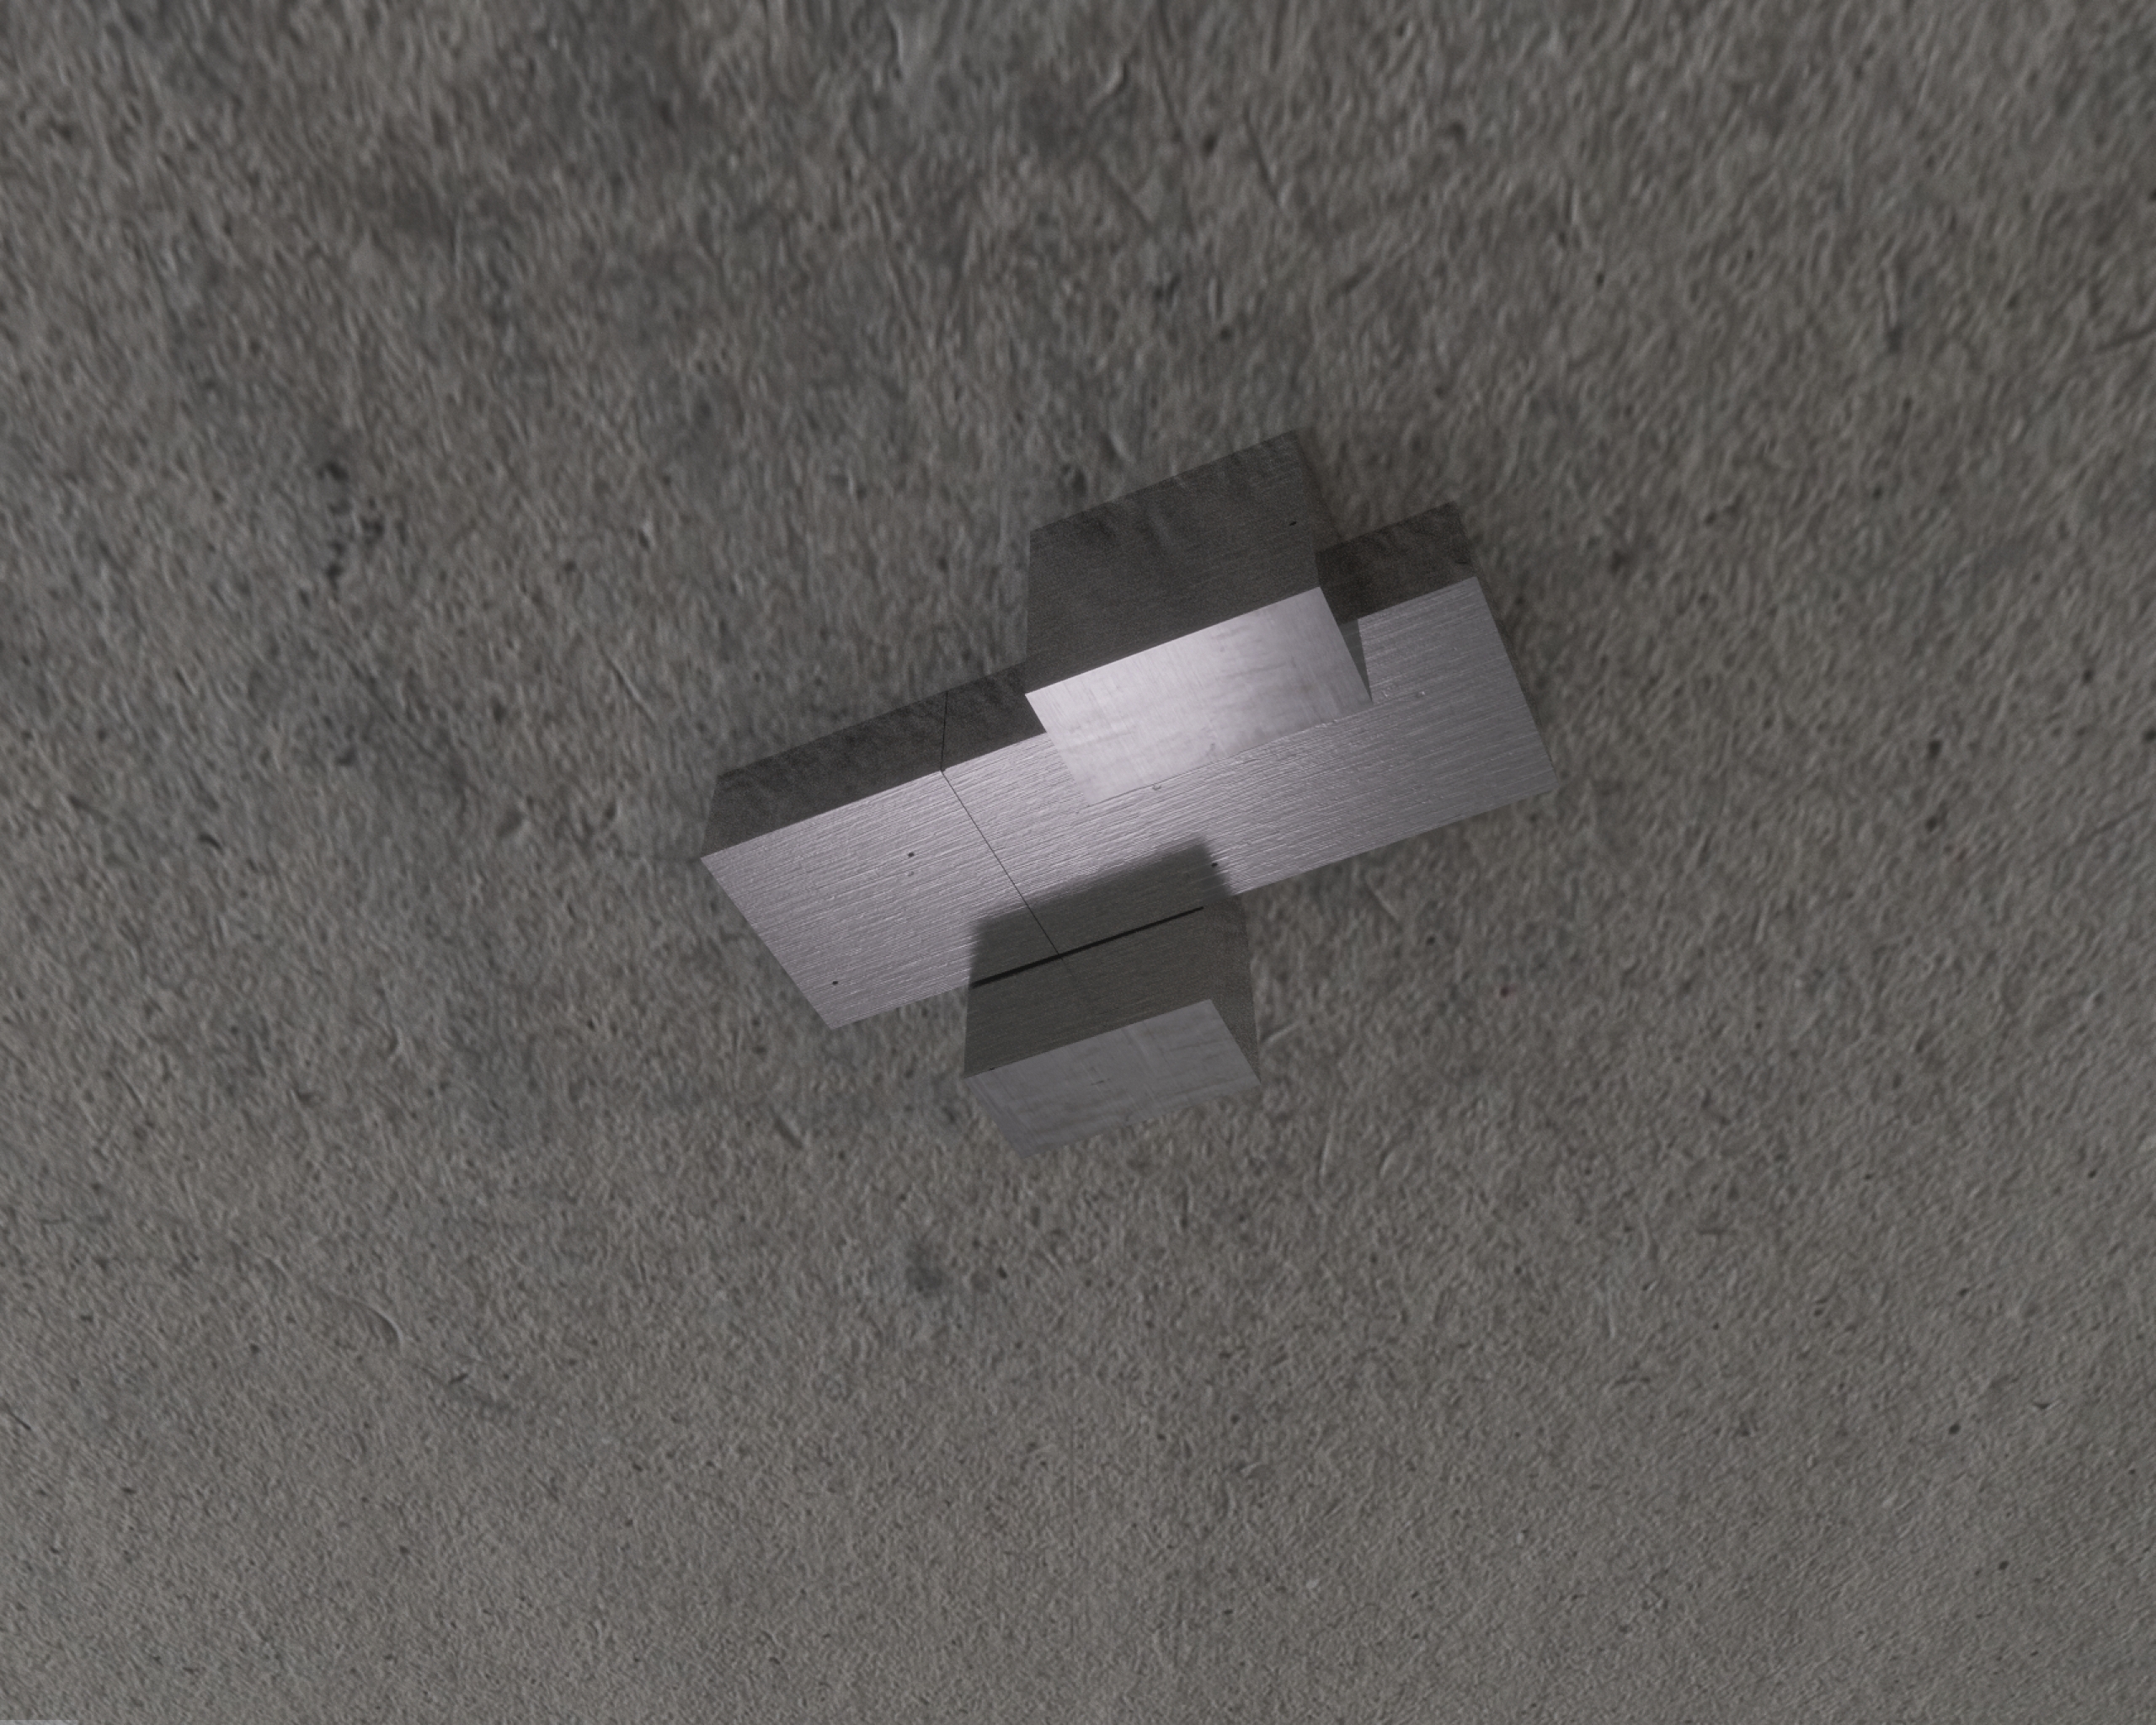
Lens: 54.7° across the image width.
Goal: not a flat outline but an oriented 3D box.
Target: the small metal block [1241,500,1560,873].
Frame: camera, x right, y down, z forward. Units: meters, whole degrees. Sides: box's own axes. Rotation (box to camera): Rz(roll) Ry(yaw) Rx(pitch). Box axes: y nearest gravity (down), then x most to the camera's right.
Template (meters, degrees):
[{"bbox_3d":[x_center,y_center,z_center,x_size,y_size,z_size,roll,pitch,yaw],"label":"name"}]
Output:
[{"bbox_3d":[0.055,-0.031,0.381,0.050,0.025,0.050,-19,128,15],"label":"small metal block"}]

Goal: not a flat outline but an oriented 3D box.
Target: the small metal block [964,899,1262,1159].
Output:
[{"bbox_3d":[0.007,0.025,0.412,0.050,0.050,0.025,-19,128,15],"label":"small metal block"}]

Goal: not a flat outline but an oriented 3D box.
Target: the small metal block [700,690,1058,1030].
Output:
[{"bbox_3d":[-0.037,0.000,0.407,0.050,0.025,0.050,-19,128,15],"label":"small metal block"}]

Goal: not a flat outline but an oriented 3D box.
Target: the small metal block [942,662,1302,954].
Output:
[{"bbox_3d":[0.009,-0.015,0.394,0.050,0.025,0.050,-19,128,15],"label":"small metal block"}]

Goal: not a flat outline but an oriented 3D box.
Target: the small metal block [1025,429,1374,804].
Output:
[{"bbox_3d":[0.020,-0.042,0.355,0.050,0.050,0.025,-19,128,15],"label":"small metal block"}]
